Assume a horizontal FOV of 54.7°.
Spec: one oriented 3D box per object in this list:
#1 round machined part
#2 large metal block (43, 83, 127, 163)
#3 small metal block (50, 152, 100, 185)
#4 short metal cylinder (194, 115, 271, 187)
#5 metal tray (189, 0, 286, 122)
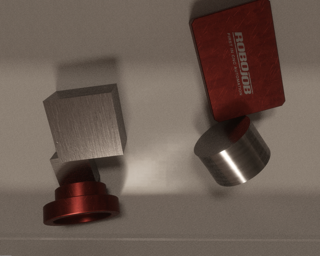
[{"bbox_3d":[-0.106,0.102,0.420,0.099,0.098,0.042,-12,67,4],"label":"round machined part"},{"bbox_3d":[-0.091,-0.008,0.394,0.080,0.050,0.079,-7,110,2],"label":"large metal block"},{"bbox_3d":[-0.117,0.056,0.430,0.050,0.025,0.050,-12,110,4],"label":"small metal block"},{"bbox_3d":[0.091,0.028,0.394,0.080,0.080,0.050,-34,107,11],"label":"short metal cylinder"},{"bbox_3d":[0.095,-0.080,0.380,0.090,0.030,0.129,-15,110,5],"label":"metal tray"}]
